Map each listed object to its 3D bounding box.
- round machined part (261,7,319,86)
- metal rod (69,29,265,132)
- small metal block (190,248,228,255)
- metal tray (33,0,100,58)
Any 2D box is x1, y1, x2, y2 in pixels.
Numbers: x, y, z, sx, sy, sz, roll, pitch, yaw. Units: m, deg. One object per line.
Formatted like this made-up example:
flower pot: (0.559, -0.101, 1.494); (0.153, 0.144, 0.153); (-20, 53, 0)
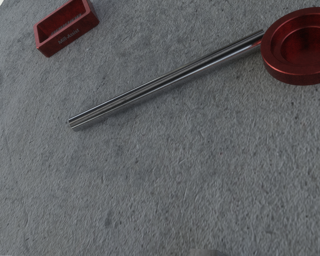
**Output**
round machined part: (0.171, -0.088, 0.358); (0.098, 0.042, 0.098); (-13, 56, 21)
metal rod: (0.003, -0.061, 0.440); (0.301, 0.025, 0.025); (-23, 53, 14)
small metal block: (0.046, 0.139, 0.278); (0.025, 0.050, 0.050); (-7, 59, 25)
metal tray: (-0.193, -0.211, 0.630); (0.130, 0.030, 0.090); (-31, 52, 8)
